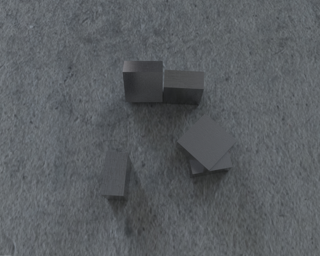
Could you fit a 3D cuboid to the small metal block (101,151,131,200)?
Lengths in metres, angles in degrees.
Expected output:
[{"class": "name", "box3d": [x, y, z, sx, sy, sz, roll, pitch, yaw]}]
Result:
[{"class": "small metal block", "box3d": [-0.051, 0.059, 0.373, 0.025, 0.050, 0.050, 3, 70, 1]}]

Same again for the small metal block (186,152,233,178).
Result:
[{"class": "small metal block", "box3d": [0.060, 0.033, 0.397, 0.050, 0.025, 0.050, -10, 70, -4]}]

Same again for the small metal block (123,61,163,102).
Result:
[{"class": "small metal block", "box3d": [-0.022, -0.062, 0.414, 0.050, 0.050, 0.025, 0, 45, -1]}]

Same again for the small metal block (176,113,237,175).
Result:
[{"class": "small metal block", "box3d": [0.055, 0.019, 0.375, 0.050, 0.025, 0.050, 43, 75, 14]}]

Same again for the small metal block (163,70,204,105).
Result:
[{"class": "small metal block", "box3d": [0.030, -0.053, 0.415, 0.050, 0.050, 0.025, 3, 70, 1]}]
